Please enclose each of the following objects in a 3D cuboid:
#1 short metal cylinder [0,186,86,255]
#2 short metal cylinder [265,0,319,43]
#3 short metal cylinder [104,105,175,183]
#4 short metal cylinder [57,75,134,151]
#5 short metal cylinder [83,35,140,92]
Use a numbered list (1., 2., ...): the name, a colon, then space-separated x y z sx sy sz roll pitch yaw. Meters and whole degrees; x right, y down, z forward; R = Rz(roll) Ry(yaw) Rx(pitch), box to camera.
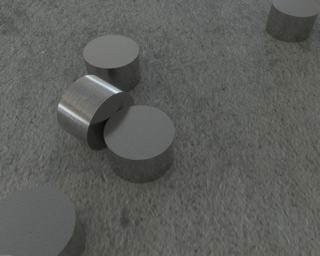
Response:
1. short metal cylinder: -0.117 0.103 0.299 0.081 0.050 0.080 0 50 0
2. short metal cylinder: 0.237 -0.199 0.557 0.081 0.050 0.080 0 50 0
3. short metal cylinder: -0.024 0.019 0.371 0.081 0.050 0.080 1 50 0
4. short metal cylinder: -0.078 -0.019 0.382 0.050 0.080 0.080 30 56 23
5. short metal cylinder: -0.071 -0.096 0.467 0.081 0.050 0.080 0 50 0
